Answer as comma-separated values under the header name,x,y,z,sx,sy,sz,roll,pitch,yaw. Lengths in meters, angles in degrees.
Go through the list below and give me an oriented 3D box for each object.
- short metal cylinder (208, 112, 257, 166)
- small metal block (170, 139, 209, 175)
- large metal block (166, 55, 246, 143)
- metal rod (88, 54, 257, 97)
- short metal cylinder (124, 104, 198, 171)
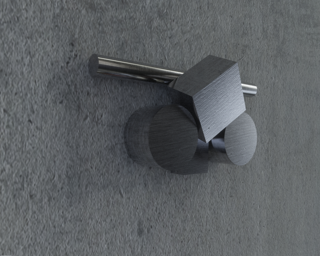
name,x,y,z,sx,sy,sz,roll,pitch,yaw
short metal cylinder,0.105,0.016,0.478,0.081,0.050,0.079,0,90,-40
small metal block,0.043,0.039,0.443,0.050,0.025,0.050,2,89,-40
large metal block,0.066,-0.040,0.422,0.080,0.050,0.080,-38,131,-19
metal rod,0.042,-0.068,0.441,0.302,0.025,0.025,1,90,-40
short metal cylinder,0.002,0.011,0.391,0.081,0.050,0.079,0,90,-40
